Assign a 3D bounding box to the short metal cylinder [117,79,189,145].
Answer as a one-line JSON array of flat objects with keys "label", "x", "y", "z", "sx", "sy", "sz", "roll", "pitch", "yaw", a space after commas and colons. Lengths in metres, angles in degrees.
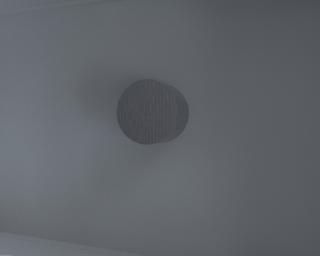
[{"label": "short metal cylinder", "x": -0.008, "y": -0.020, "z": 0.399, "sx": 0.080, "sy": 0.050, "sz": 0.079, "roll": 0, "pitch": 90, "yaw": 19}]
